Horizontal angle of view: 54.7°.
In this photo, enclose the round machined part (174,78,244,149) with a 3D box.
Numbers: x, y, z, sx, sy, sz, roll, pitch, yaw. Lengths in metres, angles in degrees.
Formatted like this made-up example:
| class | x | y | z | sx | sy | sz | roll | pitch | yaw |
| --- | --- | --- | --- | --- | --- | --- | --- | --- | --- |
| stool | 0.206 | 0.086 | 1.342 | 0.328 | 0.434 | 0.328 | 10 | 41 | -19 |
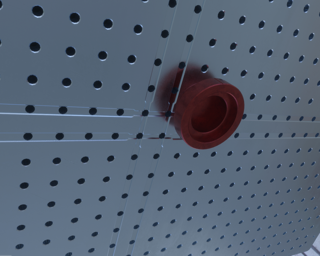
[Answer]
| class | x | y | z | sx | sy | sz | roll | pitch | yaw |
| --- | --- | --- | --- | --- | --- | --- | --- | --- | --- |
| round machined part | 0.062 | -0.023 | 0.422 | 0.099 | 0.042 | 0.097 | -14 | 125 | -21 |
